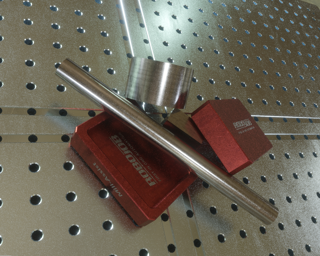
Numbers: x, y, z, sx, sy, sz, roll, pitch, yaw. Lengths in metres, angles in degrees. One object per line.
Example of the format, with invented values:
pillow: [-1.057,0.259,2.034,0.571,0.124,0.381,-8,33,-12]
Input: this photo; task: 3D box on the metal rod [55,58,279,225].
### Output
metal rod: [0.012,0.019,0.360,0.301,0.025,0.025,36,51,-5]

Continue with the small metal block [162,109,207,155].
small metal block: [0.024,0.008,0.394,0.050,0.050,0.025,35,51,-5]

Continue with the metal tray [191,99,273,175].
metal tray: [0.102,0.005,0.419,0.090,0.030,0.131,57,28,13]

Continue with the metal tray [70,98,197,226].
metal tray: [-0.028,0.035,0.363,0.130,0.030,0.091,49,51,6]

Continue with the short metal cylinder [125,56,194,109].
short metal cylinder: [-0.001,-0.058,0.395,0.081,0.080,0.050,8,100,-24]
